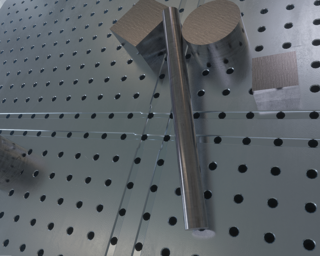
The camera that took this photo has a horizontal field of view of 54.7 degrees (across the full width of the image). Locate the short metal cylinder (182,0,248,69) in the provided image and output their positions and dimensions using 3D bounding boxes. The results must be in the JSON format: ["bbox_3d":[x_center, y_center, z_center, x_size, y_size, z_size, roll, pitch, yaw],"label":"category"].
[{"bbox_3d":[0.077,-0.130,0.432,0.080,0.050,0.080,-13,56,21],"label":"short metal cylinder"}]

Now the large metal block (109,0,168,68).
[{"bbox_3d":[-0.020,-0.156,0.499,0.080,0.050,0.080,-45,51,-3],"label":"large metal block"}]

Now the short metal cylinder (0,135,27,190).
[{"bbox_3d":[-0.266,0.053,0.499,0.080,0.050,0.080,-13,56,21],"label":"short metal cylinder"}]

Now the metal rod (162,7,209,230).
[{"bbox_3d":[0.027,-0.030,0.385,0.025,0.025,0.299,-14,64,20],"label":"metal rod"}]

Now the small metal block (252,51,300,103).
[{"bbox_3d":[0.139,-0.061,0.373,0.050,0.025,0.050,-5,59,25],"label":"small metal block"}]
